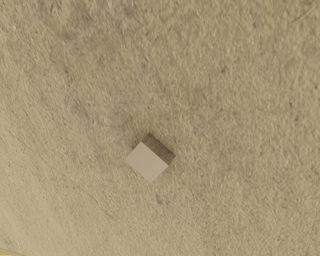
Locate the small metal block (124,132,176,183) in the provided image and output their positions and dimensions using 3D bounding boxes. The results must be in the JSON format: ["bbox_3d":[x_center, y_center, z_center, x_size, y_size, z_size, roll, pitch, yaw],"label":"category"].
[{"bbox_3d":[-0.014,0.043,0.441,0.050,0.025,0.050,42,129,-1],"label":"small metal block"}]
